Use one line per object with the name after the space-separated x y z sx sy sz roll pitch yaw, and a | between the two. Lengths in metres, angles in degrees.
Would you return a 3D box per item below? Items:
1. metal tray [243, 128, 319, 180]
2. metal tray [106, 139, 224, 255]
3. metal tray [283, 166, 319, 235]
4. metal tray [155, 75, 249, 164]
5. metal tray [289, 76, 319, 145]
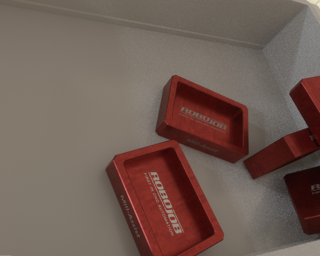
0.197 0.030 0.451 0.131 0.090 0.030 -13 69 -34 | metal tray
0.005 0.084 0.353 0.091 0.030 0.130 -14 69 -34 | metal tray
0.241 0.083 0.404 0.090 0.130 0.030 -78 146 -61 | metal tray
0.064 -0.012 0.444 0.131 0.030 0.090 21 54 -16 | metal tray
0.256 -0.032 0.424 0.131 0.030 0.090 -12 66 -19 | metal tray
